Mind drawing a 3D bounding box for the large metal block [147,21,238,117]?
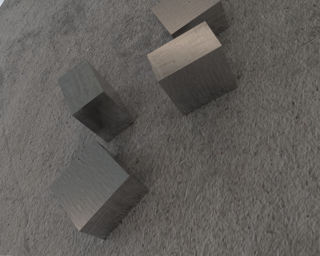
[{"bbox_3d":[0.042,-0.071,0.390,0.080,0.080,0.050,-28,52,10],"label":"large metal block"}]

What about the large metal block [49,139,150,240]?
[{"bbox_3d":[-0.075,0.074,0.382,0.080,0.050,0.080,-48,51,-5],"label":"large metal block"}]

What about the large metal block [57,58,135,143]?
[{"bbox_3d":[-0.090,-0.038,0.439,0.050,0.080,0.080,-37,51,4],"label":"large metal block"}]

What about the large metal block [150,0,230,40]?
[{"bbox_3d":[0.044,-0.166,0.467,0.080,0.050,0.080,-34,51,6],"label":"large metal block"}]
